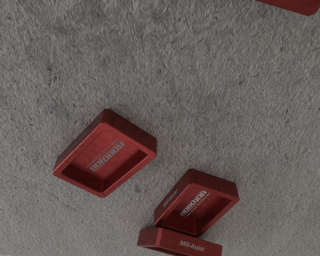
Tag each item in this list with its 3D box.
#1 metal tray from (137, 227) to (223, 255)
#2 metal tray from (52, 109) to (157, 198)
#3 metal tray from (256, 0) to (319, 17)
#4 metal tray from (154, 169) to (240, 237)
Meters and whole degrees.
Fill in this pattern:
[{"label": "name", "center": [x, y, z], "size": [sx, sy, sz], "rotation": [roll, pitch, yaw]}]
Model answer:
[{"label": "metal tray", "center": [0.035, 0.214, 0.562], "size": [0.131, 0.030, 0.090], "rotation": [23, 153, -19]}, {"label": "metal tray", "center": [-0.078, 0.041, 0.437], "size": [0.090, 0.030, 0.130], "rotation": [34, 122, -26]}, {"label": "metal tray", "center": [0.096, -0.161, 0.268], "size": [0.131, 0.030, 0.089], "rotation": [12, 129, -10]}, {"label": "metal tray", "center": [0.057, 0.129, 0.513], "size": [0.091, 0.030, 0.129], "rotation": [21, 127, -17]}]
